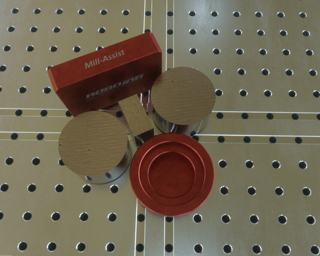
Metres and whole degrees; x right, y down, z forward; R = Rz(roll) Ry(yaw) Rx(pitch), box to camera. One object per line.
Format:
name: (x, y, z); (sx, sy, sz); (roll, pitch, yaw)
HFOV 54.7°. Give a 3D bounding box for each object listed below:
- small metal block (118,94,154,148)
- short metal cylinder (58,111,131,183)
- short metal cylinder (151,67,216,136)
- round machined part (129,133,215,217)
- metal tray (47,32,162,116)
small metal block: (-0.029, -0.008, 0.396); (0.025, 0.050, 0.050); (-24, 72, -8)
short metal cylinder: (-0.078, 0.025, 0.385); (0.081, 0.050, 0.080); (0, 70, 0)
short metal cylinder: (0.029, -0.033, 0.407); (0.081, 0.050, 0.080); (0, 70, 0)
round machined part: (0.014, 0.058, 0.377); (0.099, 0.042, 0.098); (0, 70, 0)
metal tray: (-0.063, -0.064, 0.395); (0.131, 0.090, 0.030); (-22, 72, -8)
